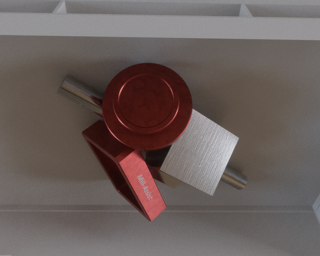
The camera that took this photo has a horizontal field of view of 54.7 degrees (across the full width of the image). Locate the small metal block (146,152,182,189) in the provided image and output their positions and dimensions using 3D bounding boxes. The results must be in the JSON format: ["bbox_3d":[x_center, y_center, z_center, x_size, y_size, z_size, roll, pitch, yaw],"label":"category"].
[{"bbox_3d":[0.008,0.049,0.432,0.050,0.050,0.025,31,123,-24],"label":"small metal block"}]

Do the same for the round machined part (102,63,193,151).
[{"bbox_3d":[-0.014,-0.025,0.335,0.099,0.097,0.042,-1,171,0],"label":"round machined part"}]

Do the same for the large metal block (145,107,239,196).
[{"bbox_3d":[0.039,0.028,0.389,0.080,0.050,0.080,30,81,-23],"label":"large metal block"}]

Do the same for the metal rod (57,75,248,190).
[{"bbox_3d":[0.006,0.016,0.421,0.301,0.025,0.025,29,124,-23],"label":"metal rod"}]

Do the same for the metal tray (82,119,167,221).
[{"bbox_3d":[-0.046,0.058,0.415,0.030,0.090,0.129,-39,132,-21],"label":"metal tray"}]
